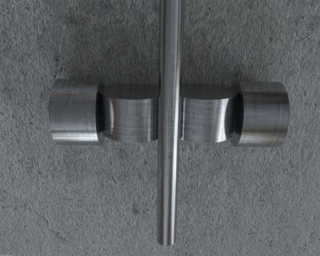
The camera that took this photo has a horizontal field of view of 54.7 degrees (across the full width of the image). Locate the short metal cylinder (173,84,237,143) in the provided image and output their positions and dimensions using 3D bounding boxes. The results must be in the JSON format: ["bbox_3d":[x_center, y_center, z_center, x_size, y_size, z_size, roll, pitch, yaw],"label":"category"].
[{"bbox_3d":[0.050,-0.020,0.374,0.081,0.080,0.050,1,110,-1],"label":"short metal cylinder"}]

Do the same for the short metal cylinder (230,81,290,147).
[{"bbox_3d":[0.116,-0.017,0.377,0.050,0.080,0.079,1,110,-1],"label":"short metal cylinder"}]

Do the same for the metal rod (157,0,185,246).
[{"bbox_3d":[0.010,0.003,0.347,0.025,0.025,0.298,1,110,-1],"label":"metal rod"}]

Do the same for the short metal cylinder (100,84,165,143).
[{"bbox_3d":[-0.030,-0.021,0.374,0.081,0.080,0.050,1,110,-1],"label":"short metal cylinder"}]

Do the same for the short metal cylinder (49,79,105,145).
[{"bbox_3d":[-0.095,-0.019,0.374,0.050,0.080,0.079,1,110,-1],"label":"short metal cylinder"}]
